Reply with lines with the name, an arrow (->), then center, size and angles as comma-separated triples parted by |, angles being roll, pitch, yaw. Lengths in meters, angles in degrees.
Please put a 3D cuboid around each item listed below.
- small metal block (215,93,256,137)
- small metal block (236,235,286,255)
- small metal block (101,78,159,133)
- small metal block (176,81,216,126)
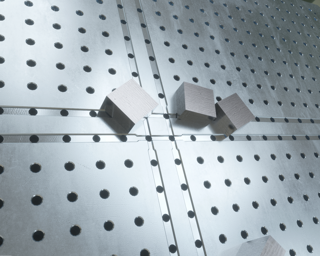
small metal block -> 0.111, -0.021, 0.480 | 0.050, 0.025, 0.050 | -27, 76, -37
small metal block -> 0.109, 0.155, 0.355 | 0.025, 0.050, 0.050 | 46, 51, 3
small metal block -> -0.039, -0.030, 0.405 | 0.050, 0.025, 0.050 | 45, 51, 3
small metal block -> 0.053, -0.036, 0.458 | 0.050, 0.025, 0.050 | 13, 56, -21
